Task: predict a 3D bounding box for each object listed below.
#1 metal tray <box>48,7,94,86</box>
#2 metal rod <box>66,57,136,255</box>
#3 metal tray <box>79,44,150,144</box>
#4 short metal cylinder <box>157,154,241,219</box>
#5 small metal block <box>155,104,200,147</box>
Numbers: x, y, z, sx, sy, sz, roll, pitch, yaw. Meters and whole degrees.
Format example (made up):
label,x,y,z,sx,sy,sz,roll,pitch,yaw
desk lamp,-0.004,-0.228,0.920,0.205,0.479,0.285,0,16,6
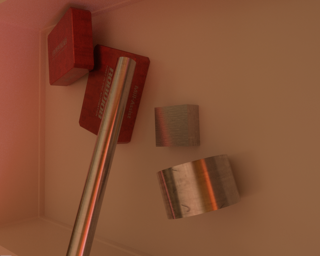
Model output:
label,x,y,z,sx,sy,sz,roll,pitch,yaw
metal tray,-0.147,-0.124,0.498,0.130,0.030,0.089,-10,83,55
metal rod,-0.073,0.055,0.364,0.025,0.025,0.299,-1,71,39
metal tray,-0.071,-0.051,0.460,0.090,0.030,0.129,24,105,37
short metal cylinder,0.041,0.063,0.336,0.080,0.081,0.050,-23,76,37
small metal block,0.021,-0.002,0.388,0.050,0.025,0.050,-3,88,39
